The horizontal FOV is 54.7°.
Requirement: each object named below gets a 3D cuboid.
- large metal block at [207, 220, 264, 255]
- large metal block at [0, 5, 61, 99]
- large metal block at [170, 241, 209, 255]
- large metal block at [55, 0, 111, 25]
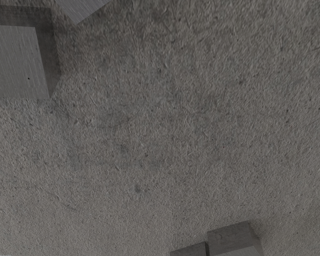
[{"bbox_3d":[0.144,0.227,0.585,0.080,0.050,0.080,-23,127,18],"label":"large metal block"},{"bbox_3d":[-0.155,-0.079,0.322,0.081,0.050,0.079,2,130,-2],"label":"large metal block"},{"bbox_3d":[0.076,0.283,0.633,0.080,0.050,0.080,-25,126,20],"label":"large metal block"},{"bbox_3d":[-0.064,-0.151,0.262,0.080,0.050,0.080,-26,126,20],"label":"large metal block"}]
